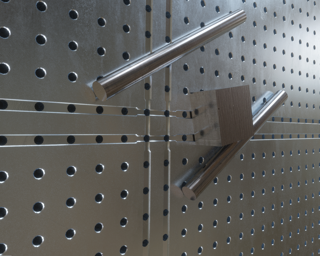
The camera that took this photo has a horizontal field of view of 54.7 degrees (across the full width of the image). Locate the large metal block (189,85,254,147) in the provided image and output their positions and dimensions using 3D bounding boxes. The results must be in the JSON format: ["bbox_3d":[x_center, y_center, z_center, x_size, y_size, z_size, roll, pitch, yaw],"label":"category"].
[{"bbox_3d":[0.095,-0.020,0.473,0.081,0.050,0.079,-13,99,-39],"label":"large metal block"}]

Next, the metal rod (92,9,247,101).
[{"bbox_3d":[0.033,-0.114,0.435,0.302,0.025,0.025,-36,112,-34],"label":"metal rod"}]

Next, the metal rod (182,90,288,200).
[{"bbox_3d":[0.140,0.015,0.526,0.302,0.025,0.025,-39,114,-33],"label":"metal rod"}]
